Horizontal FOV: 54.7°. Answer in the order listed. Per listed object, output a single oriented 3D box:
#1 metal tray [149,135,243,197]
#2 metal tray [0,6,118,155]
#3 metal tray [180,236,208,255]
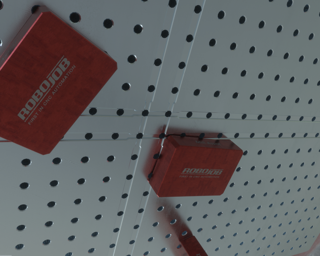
[{"bbox_3d":[0.058,0.061,0.480,0.131,0.030,0.089,6,115,-32],"label":"metal tray"},{"bbox_3d":[-0.119,-0.043,0.317,0.090,0.030,0.130,34,99,-39],"label":"metal tray"},{"bbox_3d":[0.080,0.273,0.559,0.030,0.130,0.089,-18,126,-18],"label":"metal tray"}]
